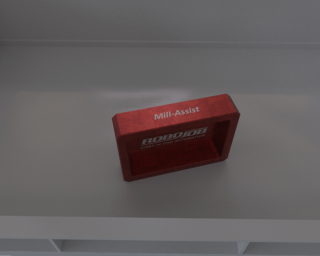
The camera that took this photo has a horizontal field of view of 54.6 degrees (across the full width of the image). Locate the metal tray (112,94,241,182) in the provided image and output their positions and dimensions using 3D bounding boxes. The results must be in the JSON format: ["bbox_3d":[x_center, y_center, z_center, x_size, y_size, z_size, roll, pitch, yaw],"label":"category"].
[{"bbox_3d":[0.017,0.013,0.351,0.131,0.090,0.030,-11,51,-9],"label":"metal tray"}]
